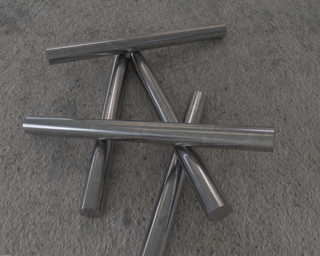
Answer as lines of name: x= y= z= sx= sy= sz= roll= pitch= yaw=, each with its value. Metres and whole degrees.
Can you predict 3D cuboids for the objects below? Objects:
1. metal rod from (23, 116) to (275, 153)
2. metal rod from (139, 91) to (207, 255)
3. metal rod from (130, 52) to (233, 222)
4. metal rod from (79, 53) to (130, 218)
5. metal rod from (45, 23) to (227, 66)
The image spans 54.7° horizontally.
metal rod: x=-0.031 y=0.004 z=0.350 sx=0.301 sy=0.025 sz=0.025 roll=3 pitch=48 yaw=22
metal rod: x=0.013 y=0.068 z=0.345 sx=0.025 sy=0.025 sz=0.300 roll=12 pitch=51 yaw=10
metal rod: x=0.009 y=-0.016 z=0.391 sx=0.025 sy=0.025 sz=0.300 roll=-14 pitch=44 yaw=-12
metal rod: x=-0.066 y=-0.025 z=0.423 sx=0.025 sy=0.025 sz=0.300 roll=2 pitch=50 yaw=2
metal rod: x=-0.023 y=-0.136 z=0.490 sx=0.302 sy=0.025 sz=0.025 roll=-15 pitch=51 yaw=-23
